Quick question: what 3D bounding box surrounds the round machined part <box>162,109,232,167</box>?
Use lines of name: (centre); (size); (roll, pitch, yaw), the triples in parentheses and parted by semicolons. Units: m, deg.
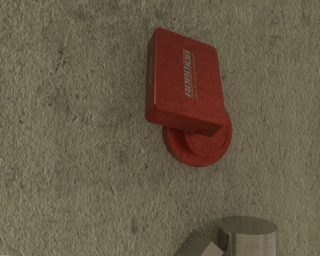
round machined part: (0.057, 0.005, 0.421); (0.099, 0.042, 0.097); (0, 90, -20)

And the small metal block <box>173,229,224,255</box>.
small metal block: (0.049, 0.171, 0.415); (0.025, 0.050, 0.050); (45, 76, -15)

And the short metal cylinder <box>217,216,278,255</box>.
short metal cylinder: (0.119, 0.157, 0.424); (0.081, 0.080, 0.050); (0, 90, -20)

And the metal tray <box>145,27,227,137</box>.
metal tray: (0.030, -0.059, 0.384); (0.091, 0.030, 0.130); (14, 54, -20)
